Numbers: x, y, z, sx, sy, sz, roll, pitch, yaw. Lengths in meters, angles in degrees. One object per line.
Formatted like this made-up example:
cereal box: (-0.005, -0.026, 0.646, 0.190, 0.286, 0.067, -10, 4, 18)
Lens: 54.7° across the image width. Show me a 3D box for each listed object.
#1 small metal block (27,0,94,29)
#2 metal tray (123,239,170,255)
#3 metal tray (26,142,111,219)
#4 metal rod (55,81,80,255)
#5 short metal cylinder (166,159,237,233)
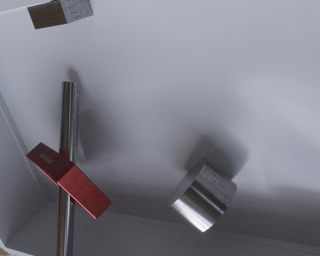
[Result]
small metal block: (-0.117, -0.138, 0.367, 0.050, 0.050, 0.025, 1, 119, 27)
metal tray: (-0.006, 0.269, 0.575, 0.130, 0.030, 0.089, 20, 126, 16)
metal tray: (-0.135, 0.073, 0.449, 0.130, 0.030, 0.090, 15, 146, 51)
metal rod: (-0.135, 0.083, 0.449, 0.025, 0.025, 0.298, 6, 96, 24)
short metal cylinder: (0.052, 0.086, 0.398, 0.050, 0.080, 0.080, 40, 129, 1)
